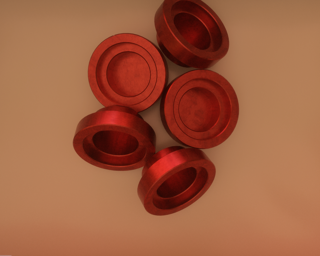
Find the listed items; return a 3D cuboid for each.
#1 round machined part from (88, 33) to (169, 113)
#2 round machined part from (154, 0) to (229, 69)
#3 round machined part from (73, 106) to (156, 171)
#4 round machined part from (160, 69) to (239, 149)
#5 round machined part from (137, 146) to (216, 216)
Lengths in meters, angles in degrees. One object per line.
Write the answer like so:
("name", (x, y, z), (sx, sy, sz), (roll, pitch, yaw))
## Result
("round machined part", (-0.037, -0.068, 0.395), (0.098, 0.042, 0.097), (2, 100, 10))
("round machined part", (0.035, -0.115, 0.387), (0.099, 0.042, 0.098), (15, 59, -27))
("round machined part", (-0.054, 0.010, 0.384), (0.099, 0.097, 0.042), (4, 51, -1))
("round machined part", (0.047, -0.023, 0.395), (0.099, 0.042, 0.097), (0, 90, -16))
("round machined part", (0.016, 0.061, 0.385), (0.098, 0.098, 0.042), (-36, 50, 0))
